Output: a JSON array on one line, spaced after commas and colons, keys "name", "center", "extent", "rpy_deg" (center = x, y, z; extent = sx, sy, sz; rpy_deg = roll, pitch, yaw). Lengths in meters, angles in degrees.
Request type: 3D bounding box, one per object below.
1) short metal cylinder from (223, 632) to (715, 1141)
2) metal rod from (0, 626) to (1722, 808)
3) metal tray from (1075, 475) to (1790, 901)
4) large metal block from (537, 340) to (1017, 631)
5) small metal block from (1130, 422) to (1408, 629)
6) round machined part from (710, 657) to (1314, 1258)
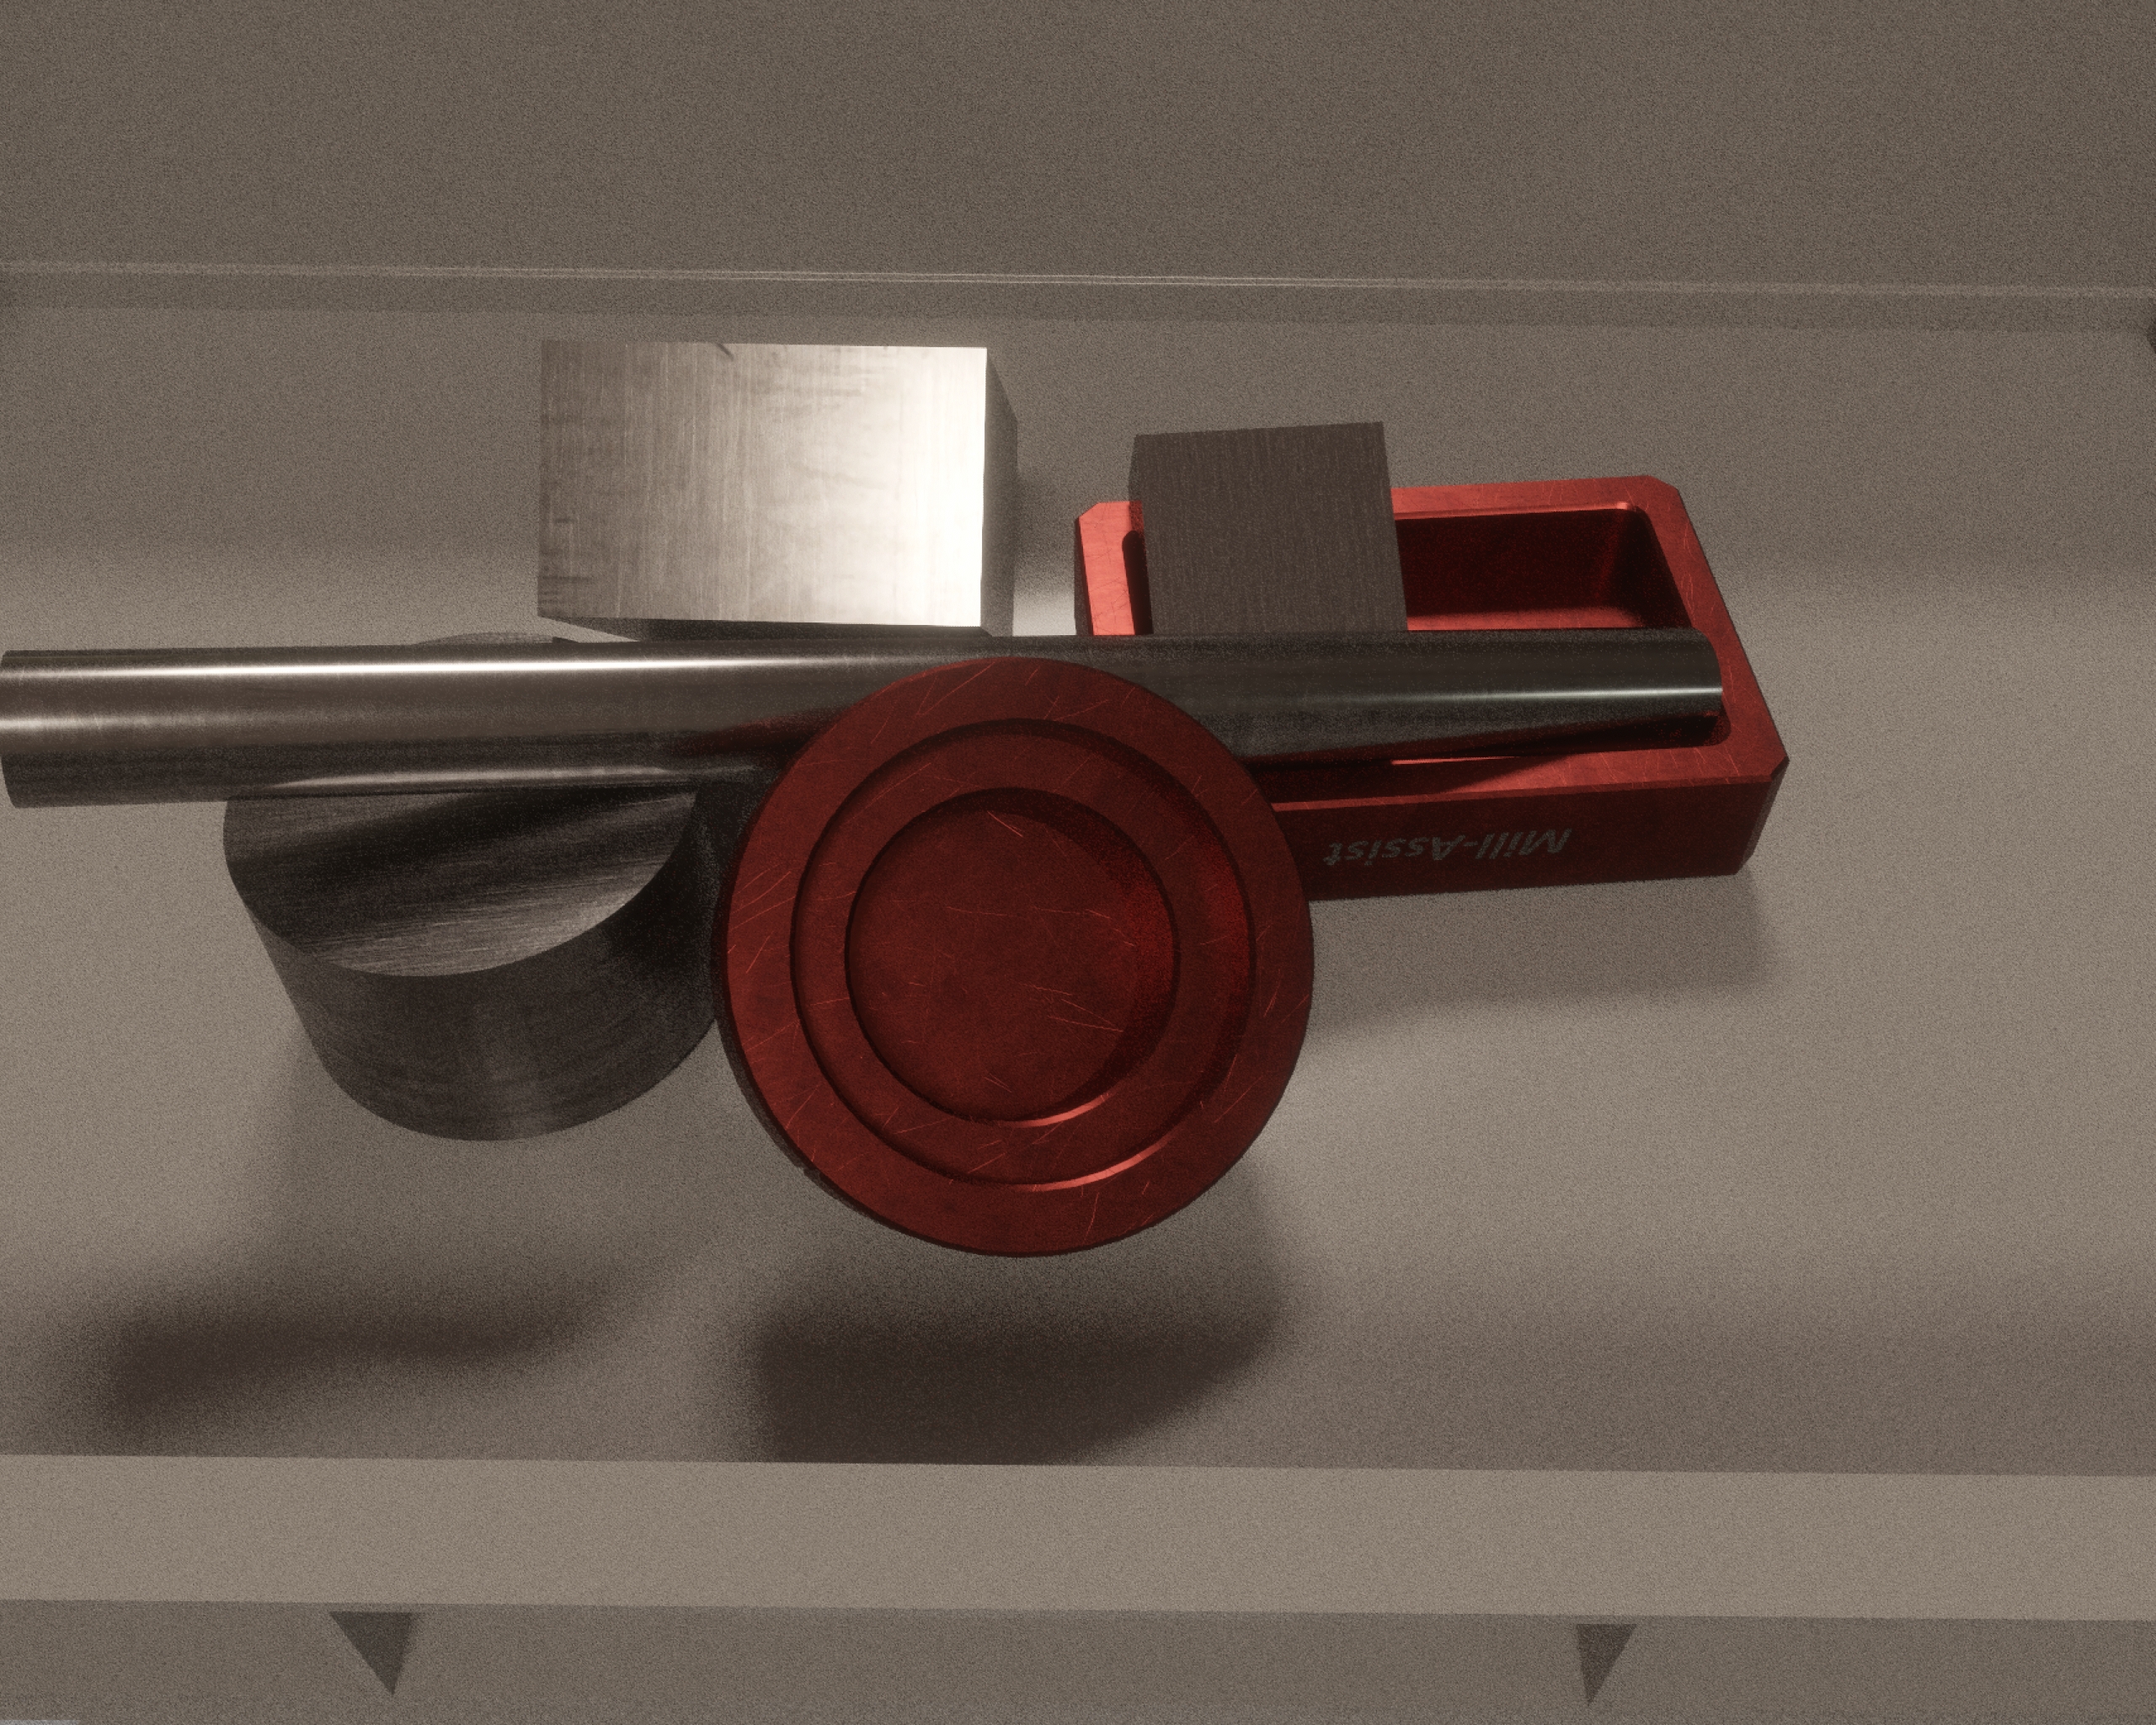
[{"name": "short metal cylinder", "center": [-0.107, 0.004, 0.381], "extent": [0.081, 0.050, 0.080], "rpy_deg": [0, 50, 0]}, {"name": "metal rod", "center": [-0.023, -0.028, 0.372], "extent": [0.303, 0.025, 0.025], "rpy_deg": [-3, 49, -17]}, {"name": "metal tray", "center": [0.068, -0.037, 0.431], "extent": [0.131, 0.030, 0.090], "rpy_deg": [-3, 50, -4]}, {"name": "large metal block", "center": [-0.056, -0.070, 0.416], "extent": [0.080, 0.080, 0.050], "rpy_deg": [2, 92, 2]}, {"name": "small metal block", "center": [0.038, -0.061, 0.427], "extent": [0.050, 0.025, 0.050], "rpy_deg": [-4, 76, -3]}, {"name": "round machined part", "center": [-0.013, 0.017, 0.357], "extent": [0.099, 0.042, 0.097], "rpy_deg": [2, 83, -15]}]
